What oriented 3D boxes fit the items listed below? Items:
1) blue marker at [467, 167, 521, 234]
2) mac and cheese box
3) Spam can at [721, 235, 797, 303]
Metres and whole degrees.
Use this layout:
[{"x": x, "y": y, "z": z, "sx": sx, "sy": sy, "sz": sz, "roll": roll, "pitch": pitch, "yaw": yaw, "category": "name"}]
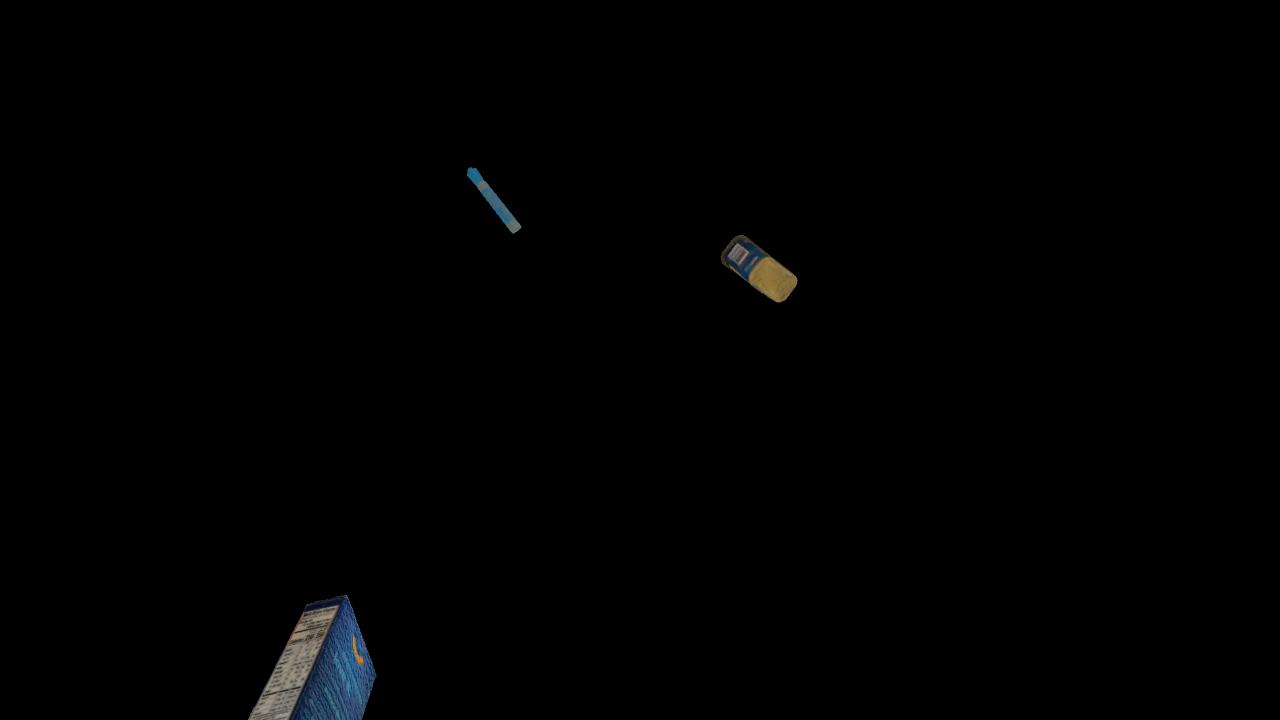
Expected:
[{"x": -0.231, "y": -0.253, "z": 0.969, "sx": 0.020, "sy": 0.121, "sz": 0.020, "roll": -38, "pitch": 2, "yaw": 2, "category": "blue marker"}, {"x": -0.245, "y": 0.273, "z": 0.450, "sx": 0.041, "sy": 0.093, "sz": 0.184, "roll": -11, "pitch": 19, "yaw": -6, "category": "mac and cheese box"}, {"x": 0.193, "y": -0.146, "z": 0.994, "sx": 0.101, "sy": 0.058, "sz": 0.085, "roll": 26, "pitch": 18, "yaw": -37, "category": "Spam can"}]
